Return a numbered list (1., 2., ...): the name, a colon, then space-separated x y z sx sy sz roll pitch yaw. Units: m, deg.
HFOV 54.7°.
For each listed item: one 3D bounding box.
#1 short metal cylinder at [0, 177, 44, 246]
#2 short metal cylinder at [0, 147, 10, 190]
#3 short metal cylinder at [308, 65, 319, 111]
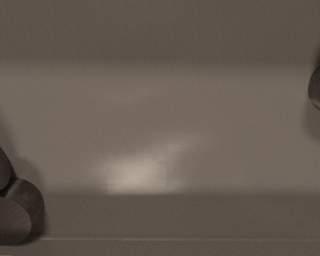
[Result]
1. short metal cylinder: -0.214 0.117 0.438 0.081 0.050 0.079 0 110 -1
2. short metal cylinder: -0.243 0.053 0.398 0.050 0.080 0.080 -24 109 8
3. short metal cylinder: 0.236 -0.047 0.384 0.081 0.050 0.079 0 110 -1
